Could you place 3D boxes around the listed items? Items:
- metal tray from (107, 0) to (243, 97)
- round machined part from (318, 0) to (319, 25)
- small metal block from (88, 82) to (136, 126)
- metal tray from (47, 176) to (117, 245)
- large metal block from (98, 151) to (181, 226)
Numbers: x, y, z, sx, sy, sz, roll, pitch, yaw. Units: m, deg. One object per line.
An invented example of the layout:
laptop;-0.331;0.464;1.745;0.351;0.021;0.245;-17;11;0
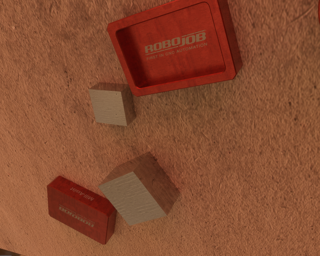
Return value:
metal tray;0.015;-0.089;0.340;0.130;0.030;0.090;-7;115;31
round machined part;0.177;-0.102;0.239;0.098;0.042;0.097;13;124;21
small metal block;-0.064;-0.033;0.420;0.050;0.025;0.050;7;122;24
metal tray;-0.146;0.153;0.575;0.130;0.030;0.089;22;127;14
large metal block;-0.031;0.092;0.464;0.080;0.050;0.080;-27;104;37
